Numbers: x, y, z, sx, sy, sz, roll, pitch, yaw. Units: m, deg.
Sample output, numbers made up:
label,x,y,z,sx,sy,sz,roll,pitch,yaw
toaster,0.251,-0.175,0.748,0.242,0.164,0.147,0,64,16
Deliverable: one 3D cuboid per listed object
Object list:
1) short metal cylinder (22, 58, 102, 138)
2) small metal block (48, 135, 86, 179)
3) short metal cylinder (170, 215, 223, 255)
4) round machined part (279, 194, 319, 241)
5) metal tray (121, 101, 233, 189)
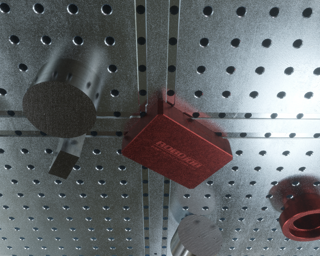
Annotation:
label,x,y,z,sx,sy,sz,roll,pitch,yaw
short metal cylinder,-0.112,-0.034,0.365,0.081,0.050,0.079,0,130,0
small metal block,-0.126,0.033,0.422,0.025,0.050,0.050,24,126,-19
short metal cylinder,0.064,0.202,0.548,0.081,0.080,0.050,11,129,-9
round machined part,0.254,0.150,0.530,0.099,0.042,0.097,0,130,0
metal tray,0.024,0.029,0.433,0.131,0.030,0.090,30,124,-24
